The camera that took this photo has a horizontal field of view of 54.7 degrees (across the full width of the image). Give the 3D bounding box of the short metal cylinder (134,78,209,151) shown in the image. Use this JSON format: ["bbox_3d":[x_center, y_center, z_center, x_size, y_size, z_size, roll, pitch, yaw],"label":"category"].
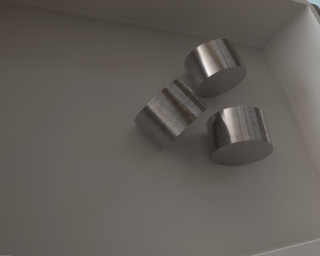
[{"bbox_3d":[0.014,-0.016,0.388,0.050,0.080,0.080,47,51,4],"label":"short metal cylinder"}]

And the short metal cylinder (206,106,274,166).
[{"bbox_3d":[0.106,0.013,0.420,0.081,0.080,0.050,10,58,-23],"label":"short metal cylinder"}]

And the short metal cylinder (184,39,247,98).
[{"bbox_3d":[0.083,-0.088,0.469,0.081,0.080,0.050,-7,66,-31],"label":"short metal cylinder"}]
